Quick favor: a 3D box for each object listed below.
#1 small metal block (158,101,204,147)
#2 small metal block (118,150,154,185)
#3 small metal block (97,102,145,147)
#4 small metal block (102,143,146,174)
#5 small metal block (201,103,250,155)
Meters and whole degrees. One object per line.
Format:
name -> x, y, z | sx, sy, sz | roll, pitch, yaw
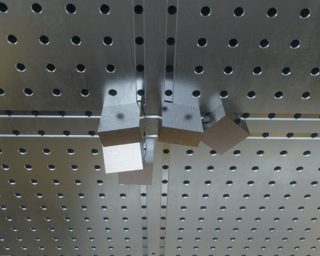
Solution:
small metal block -> 0.025, -0.005, 0.391 | 0.050, 0.050, 0.025 | 9, 130, -8
small metal block -> -0.036, 0.059, 0.461 | 0.050, 0.025, 0.050 | 2, 130, -3
small metal block -> -0.047, -0.005, 0.390 | 0.050, 0.050, 0.025 | -8, 130, 6
small metal block -> -0.049, 0.033, 0.421 | 0.050, 0.025, 0.050 | -8, 88, 6
small metal block -> 0.083, 0.003, 0.416 | 0.050, 0.025, 0.050 | 35, 122, -26
